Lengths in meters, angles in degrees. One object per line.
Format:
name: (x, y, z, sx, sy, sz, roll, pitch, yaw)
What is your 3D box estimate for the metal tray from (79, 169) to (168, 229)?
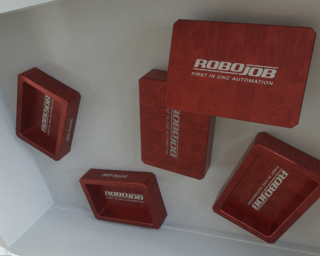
metal tray: (-0.061, 0.114, 0.508, 0.130, 0.030, 0.089, -1, 118, 28)

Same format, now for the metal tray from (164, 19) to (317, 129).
metal tray: (0.074, -0.055, 0.307, 0.130, 0.030, 0.089, 11, 101, 19)

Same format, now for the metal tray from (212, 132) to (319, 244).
metal tray: (0.132, 0.078, 0.383, 0.090, 0.030, 0.129, 28, 128, 10)

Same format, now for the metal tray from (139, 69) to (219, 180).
metal tray: (0.022, -0.003, 0.392, 0.090, 0.030, 0.129, 14, 124, 20)

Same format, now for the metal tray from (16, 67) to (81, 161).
metal tray: (-0.180, -0.018, 0.488, 0.090, 0.030, 0.129, 30, 128, 8)
